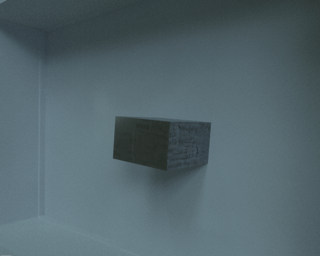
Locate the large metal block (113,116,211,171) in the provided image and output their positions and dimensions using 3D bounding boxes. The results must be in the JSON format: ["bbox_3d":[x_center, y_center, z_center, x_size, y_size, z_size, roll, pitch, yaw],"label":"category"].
[{"bbox_3d":[0.003,0.015,0.367,0.080,0.081,0.050,7,95,39],"label":"large metal block"}]
